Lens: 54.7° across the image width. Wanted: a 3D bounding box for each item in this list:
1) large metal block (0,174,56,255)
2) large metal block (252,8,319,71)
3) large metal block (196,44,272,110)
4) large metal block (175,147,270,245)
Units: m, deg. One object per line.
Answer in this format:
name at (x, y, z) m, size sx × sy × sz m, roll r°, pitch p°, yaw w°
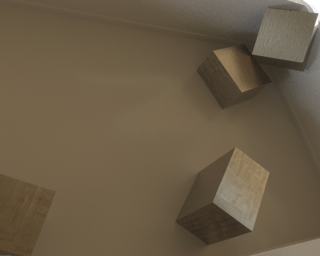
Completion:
large metal block at (-0.139, 0.074, 0.251) m, size 0.080 × 0.080 × 0.050 m, roll 22°, pitch 53°, yaw -15°
large metal block at (0.209, -0.147, 0.517) m, size 0.080 × 0.080 × 0.050 m, roll 18°, pitch 1°, yaw 27°
large metal block at (0.122, -0.086, 0.510) m, size 0.081 × 0.050 × 0.080 m, roll -21°, pitch 73°, yaw -36°
large metal block at (0.072, 0.081, 0.362) m, size 0.050 × 0.080 × 0.080 m, roll 37°, pitch 51°, yaw -4°
